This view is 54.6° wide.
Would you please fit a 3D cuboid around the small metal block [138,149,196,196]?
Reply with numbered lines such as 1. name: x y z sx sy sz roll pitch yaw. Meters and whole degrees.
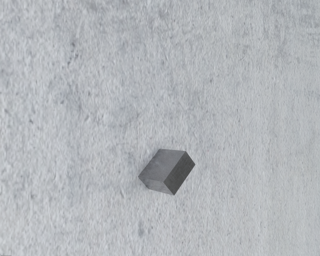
1. small metal block: 0.008 0.054 0.395 0.050 0.050 0.025 -51 120 -28
